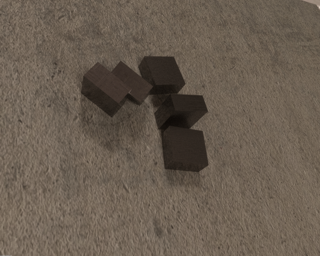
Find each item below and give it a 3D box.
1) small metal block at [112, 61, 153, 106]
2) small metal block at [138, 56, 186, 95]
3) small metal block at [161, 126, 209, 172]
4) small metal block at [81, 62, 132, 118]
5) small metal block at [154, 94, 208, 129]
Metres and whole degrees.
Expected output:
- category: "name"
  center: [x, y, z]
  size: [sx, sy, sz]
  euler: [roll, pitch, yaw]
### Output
- category: "small metal block"
  center: [-0.037, -0.056, 0.400]
  size: [0.050, 0.050, 0.025]
  euler: [38, 86, -3]
- category: "small metal block"
  center: [0.002, -0.077, 0.454]
  size: [0.050, 0.025, 0.050]
  euler: [-7, 65, -32]
- category: "small metal block"
  center: [0.032, 0.028, 0.406]
  size: [0.050, 0.025, 0.050]
  euler: [9, 58, -24]
- category: "small metal block"
  center: [-0.067, -0.045, 0.377]
  size: [0.050, 0.050, 0.025]
  euler: [39, 66, -3]
- category: "small metal block"
  center: [0.027, -0.021, 0.417]
  size: [0.050, 0.050, 0.025]
  euler: [-1, 62, -29]
